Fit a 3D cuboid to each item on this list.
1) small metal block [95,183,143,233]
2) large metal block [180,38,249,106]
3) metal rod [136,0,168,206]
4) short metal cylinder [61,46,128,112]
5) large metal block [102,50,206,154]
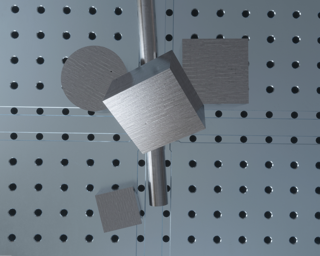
[{"bbox_3d":[-0.054,0.106,0.413,0.050,0.025,0.050,-14,90,-1],"label":"small metal block"},{"bbox_3d":[0.068,-0.069,0.402,0.081,0.050,0.079,-1,90,-1],"label":"large metal block"},{"bbox_3d":[-0.011,-0.047,0.413,0.025,0.025,0.298,-4,90,-1],"label":"metal rod"},{"bbox_3d":[-0.080,-0.060,0.400,0.081,0.050,0.079,0,90,-1],"label":"short metal cylinder"},{"bbox_3d":[-0.003,-0.028,0.350,0.080,0.050,0.080,-23,119,20],"label":"large metal block"}]
